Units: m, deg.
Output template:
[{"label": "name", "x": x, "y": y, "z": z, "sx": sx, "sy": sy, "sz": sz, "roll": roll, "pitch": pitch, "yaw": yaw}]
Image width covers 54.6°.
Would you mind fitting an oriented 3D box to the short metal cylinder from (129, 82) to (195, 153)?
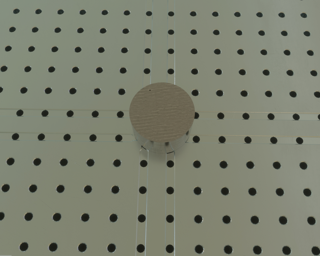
[{"label": "short metal cylinder", "x": 0.003, "y": -0.012, "z": 0.403, "sx": 0.080, "sy": 0.050, "sz": 0.080, "roll": 0, "pitch": 70, "yaw": 0}]
